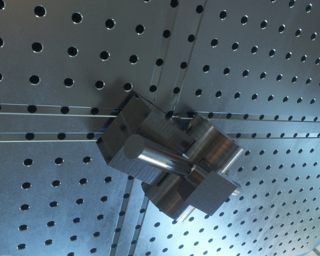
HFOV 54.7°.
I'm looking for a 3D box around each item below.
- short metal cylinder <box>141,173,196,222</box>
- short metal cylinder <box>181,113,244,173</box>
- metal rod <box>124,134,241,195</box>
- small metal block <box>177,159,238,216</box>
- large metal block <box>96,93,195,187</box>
[{"bbox_3d":[0.021,0.084,0.434,0.080,0.080,0.050,34,99,-39],"label":"short metal cylinder"},{"bbox_3d":[0.067,0.023,0.423,0.080,0.080,0.050,31,101,-38],"label":"short metal cylinder"},{"bbox_3d":[0.052,0.062,0.423,0.025,0.025,0.301,-50,144,7],"label":"metal rod"},{"bbox_3d":[0.058,0.075,0.383,0.050,0.025,0.050,35,99,-30],"label":"small metal block"},{"bbox_3d":[-0.018,0.017,0.388,0.080,0.050,0.080,33,100,-39],"label":"large metal block"}]
